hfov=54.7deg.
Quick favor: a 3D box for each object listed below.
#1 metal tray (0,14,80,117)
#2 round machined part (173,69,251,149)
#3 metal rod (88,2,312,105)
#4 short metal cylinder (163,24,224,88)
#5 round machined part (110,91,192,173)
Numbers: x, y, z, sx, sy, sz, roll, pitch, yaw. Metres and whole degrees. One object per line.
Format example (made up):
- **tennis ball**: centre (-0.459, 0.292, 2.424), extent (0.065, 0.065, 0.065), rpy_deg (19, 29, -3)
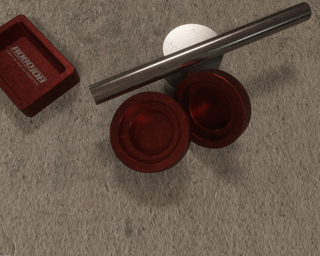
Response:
- **metal tray**: centre (-0.189, -0.090, 0.435), extent (0.090, 0.030, 0.130), rpy_deg (-41, 75, -14)
- **round machined part**: centre (0.068, -0.027, 0.390), extent (0.098, 0.097, 0.042), rpy_deg (43, 40, 13)
- **metal rod**: centre (0.057, -0.097, 0.391), extent (0.302, 0.025, 0.025), rpy_deg (-23, 72, -9)
- **short metal cylinder**: centre (0.044, -0.096, 0.430), extent (0.081, 0.050, 0.080), rpy_deg (0, 70, 0)
- **round machined part**: centre (-0.009, 0.006, 0.387), extent (0.098, 0.042, 0.097), rpy_deg (-2, 83, 13)
